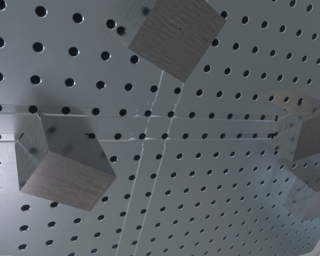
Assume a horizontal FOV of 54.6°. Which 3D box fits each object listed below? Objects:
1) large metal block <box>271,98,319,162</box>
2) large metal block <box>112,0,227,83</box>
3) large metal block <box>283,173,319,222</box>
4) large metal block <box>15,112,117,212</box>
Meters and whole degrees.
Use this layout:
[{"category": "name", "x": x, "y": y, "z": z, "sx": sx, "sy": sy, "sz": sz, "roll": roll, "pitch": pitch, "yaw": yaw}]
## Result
[{"category": "large metal block", "x": 0.246, "y": 0.003, "z": 0.530, "sx": 0.081, "sy": 0.050, "sz": 0.080, "roll": -14, "pitch": 124, "yaw": -21}, {"category": "large metal block", "x": 0.010, "y": -0.107, "z": 0.333, "sx": 0.080, "sy": 0.050, "sz": 0.080, "roll": 25, "pitch": 105, "yaw": -37}, {"category": "large metal block", "x": 0.324, "y": 0.146, "z": 0.661, "sx": 0.081, "sy": 0.050, "sz": 0.079, "roll": -4, "pitch": 120, "yaw": -27}, {"category": "large metal block", "x": -0.105, "y": 0.037, "z": 0.341, "sx": 0.080, "sy": 0.080, "sz": 0.050, "roll": 31, "pitch": 101, "yaw": -38}]
